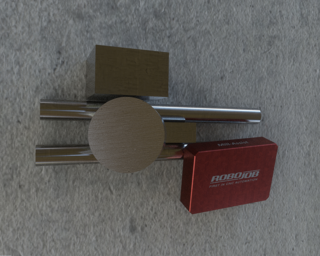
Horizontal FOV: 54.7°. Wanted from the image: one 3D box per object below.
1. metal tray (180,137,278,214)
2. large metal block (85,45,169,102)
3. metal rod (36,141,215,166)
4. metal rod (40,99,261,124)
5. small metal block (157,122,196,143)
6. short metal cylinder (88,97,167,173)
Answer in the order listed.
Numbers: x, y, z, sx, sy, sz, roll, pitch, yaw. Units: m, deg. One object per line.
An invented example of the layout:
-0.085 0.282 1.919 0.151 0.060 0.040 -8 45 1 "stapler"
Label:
0.096 0.063 0.430 0.131 0.030 0.089 -4 109 -22 "metal tray"
-0.042 -0.060 0.367 0.081 0.080 0.050 1 90 -20 "large metal block"
-0.002 0.031 0.411 0.303 0.025 0.025 0 90 -21 "metal rod"
0.003 -0.020 0.412 0.303 0.025 0.025 1 90 -21 "metal rod"
0.013 0.005 0.402 0.050 0.050 0.025 1 90 -20 "small metal block"
-0.034 0.008 0.347 0.080 0.050 0.079 0 88 3 "short metal cylinder"
